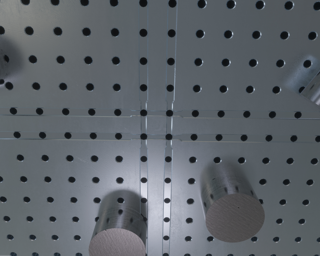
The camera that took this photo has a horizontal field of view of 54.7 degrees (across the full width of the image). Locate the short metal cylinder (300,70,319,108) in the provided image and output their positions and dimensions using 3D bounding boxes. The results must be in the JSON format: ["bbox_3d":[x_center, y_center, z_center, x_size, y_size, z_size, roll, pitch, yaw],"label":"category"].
[{"bbox_3d":[0.219,-0.038,0.372,0.080,0.080,0.050,31,107,-11],"label":"short metal cylinder"}]

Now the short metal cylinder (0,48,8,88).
[{"bbox_3d":[-0.235,-0.072,0.371,0.081,0.050,0.079,0,110,0],"label":"short metal cylinder"}]

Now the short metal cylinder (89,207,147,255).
[{"bbox_3d":[-0.060,0.166,0.460,0.081,0.050,0.079,0,110,0],"label":"short metal cylinder"}]

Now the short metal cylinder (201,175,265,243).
[{"bbox_3d":[0.102,0.115,0.443,0.081,0.050,0.079,0,110,0],"label":"short metal cylinder"}]
